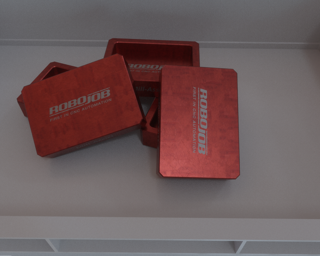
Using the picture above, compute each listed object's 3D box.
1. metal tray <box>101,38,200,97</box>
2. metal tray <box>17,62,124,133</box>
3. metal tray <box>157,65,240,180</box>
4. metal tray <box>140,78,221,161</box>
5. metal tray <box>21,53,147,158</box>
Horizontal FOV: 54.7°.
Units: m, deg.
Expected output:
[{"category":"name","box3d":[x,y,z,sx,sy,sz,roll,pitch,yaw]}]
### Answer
[{"category":"metal tray","box3d":[-0.011,-0.085,0.431,0.131,0.030,0.090,3,50,2]},{"category":"metal tray","box3d":[-0.115,-0.042,0.432,0.131,0.030,0.090,15,52,12]},{"category":"metal tray","box3d":[0.044,-0.006,0.363,0.091,0.030,0.129,3,78,-6]},{"category":"metal tray","box3d":[0.038,-0.024,0.420,0.090,0.030,0.130,15,51,12]},{"category":"metal tray","box3d":[-0.092,-0.025,0.376,0.131,0.030,0.090,-19,81,4]}]
